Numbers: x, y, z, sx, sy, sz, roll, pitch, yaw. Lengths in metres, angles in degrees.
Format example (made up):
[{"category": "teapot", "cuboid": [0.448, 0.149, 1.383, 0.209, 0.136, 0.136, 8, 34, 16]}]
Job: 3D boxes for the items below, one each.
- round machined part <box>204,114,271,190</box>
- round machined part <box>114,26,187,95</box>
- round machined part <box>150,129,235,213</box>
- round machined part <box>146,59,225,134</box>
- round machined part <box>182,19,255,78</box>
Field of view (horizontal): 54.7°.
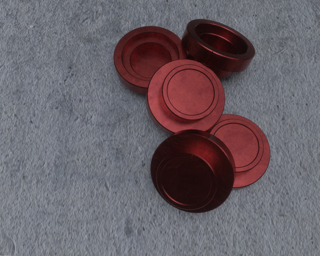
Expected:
[{"category": "round machined part", "cuboid": [0.091, 0.027, 0.391, 0.099, 0.042, 0.098, 0, 70, -1]}, {"category": "round machined part", "cuboid": [-0.013, -0.089, 0.433, 0.099, 0.042, 0.098, 0, 70, -1]}, {"category": "round machined part", "cuboid": [0.034, 0.053, 0.354, 0.098, 0.042, 0.097, 5, 105, 18]}, {"category": "round machined part", "cuboid": [0.033, -0.039, 0.380, 0.099, 0.042, 0.097, 1, 80, -8]}, {"category": "round machined part", "cuboid": [0.076, -0.105, 0.425, 0.099, 0.042, 0.098, 13, 42, -12]}]
